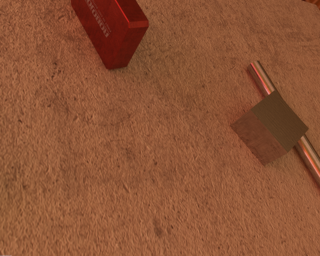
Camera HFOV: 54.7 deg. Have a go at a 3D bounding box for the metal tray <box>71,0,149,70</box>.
[{"bbox_3d":[-0.073,-0.157,0.419,0.030,0.090,0.130,-19,72,-36],"label":"metal tray"}]

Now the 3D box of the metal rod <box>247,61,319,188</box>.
[{"bbox_3d":[0.232,0.013,0.523,0.025,0.025,0.299,-13,68,-34],"label":"metal rod"}]

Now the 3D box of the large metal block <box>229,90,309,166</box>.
[{"bbox_3d":[0.171,-0.001,0.483,0.081,0.050,0.080,-32,80,-38],"label":"large metal block"}]
